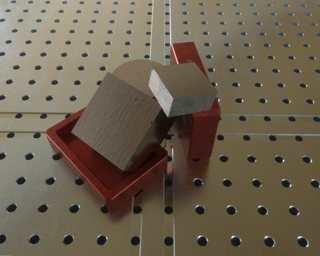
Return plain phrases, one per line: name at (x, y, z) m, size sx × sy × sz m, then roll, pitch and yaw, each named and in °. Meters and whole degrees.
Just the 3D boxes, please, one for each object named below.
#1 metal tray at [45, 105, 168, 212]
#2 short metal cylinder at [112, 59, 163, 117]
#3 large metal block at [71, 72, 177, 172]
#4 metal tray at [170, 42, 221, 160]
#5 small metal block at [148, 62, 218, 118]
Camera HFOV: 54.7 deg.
metal tray at (-0.065, 0.026, 0.380) m, size 0.091 × 0.030 × 0.130 m, roll -36°, pitch 59°, yaw -27°
short metal cylinder at (-0.026, -0.051, 0.434) m, size 0.081 × 0.050 × 0.080 m, roll 0°, pitch 50°, yaw 0°
large metal block at (-0.039, -0.005, 0.355) m, size 0.080 × 0.050 × 0.080 m, roll 32°, pitch 92°, yaw 23°
metal tray at (0.039, -0.036, 0.396) m, size 0.030 × 0.089 × 0.130 m, roll -7°, pitch 51°, yaw -6°
small metal block at (0.023, -0.041, 0.320) m, size 0.050 × 0.025 × 0.050 m, roll -11°, pitch 51°, yaw -24°
